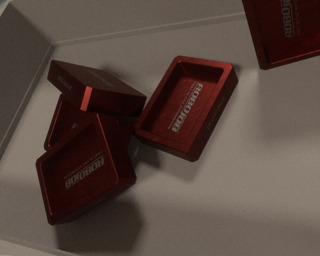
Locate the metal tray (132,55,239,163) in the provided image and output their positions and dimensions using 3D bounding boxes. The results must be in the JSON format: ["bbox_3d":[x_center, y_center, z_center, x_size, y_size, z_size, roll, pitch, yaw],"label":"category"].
[{"bbox_3d":[0.033,-0.030,0.402,0.090,0.030,0.130,19,71,34],"label":"metal tray"}]

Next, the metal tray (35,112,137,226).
[{"bbox_3d":[-0.095,0.052,0.375,0.130,0.030,0.090,-35,65,28],"label":"metal tray"}]

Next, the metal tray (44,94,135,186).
[{"bbox_3d":[-0.102,0.013,0.424,0.130,0.030,0.089,26,99,36],"label":"metal tray"}]

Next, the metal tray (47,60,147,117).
[{"bbox_3d":[-0.090,-0.056,0.433,0.130,0.091,0.030,35,112,44],"label":"metal tray"}]

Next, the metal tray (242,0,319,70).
[{"bbox_3d":[0.144,-0.125,0.339,0.090,0.130,0.030,-14,56,20],"label":"metal tray"}]
